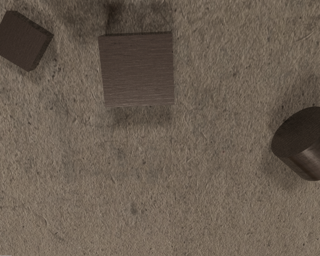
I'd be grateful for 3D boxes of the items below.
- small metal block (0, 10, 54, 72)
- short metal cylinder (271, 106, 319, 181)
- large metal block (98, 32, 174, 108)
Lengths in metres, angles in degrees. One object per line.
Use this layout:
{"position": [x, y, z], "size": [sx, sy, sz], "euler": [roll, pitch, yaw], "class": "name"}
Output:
{"position": [-0.164, -0.103, 0.369], "size": [0.050, 0.025, 0.050], "euler": [32, 107, -12], "class": "small metal block"}
{"position": [0.190, 0.019, 0.390], "size": [0.050, 0.080, 0.080], "euler": [39, 105, -13], "class": "short metal cylinder"}
{"position": [-0.025, -0.071, 0.370], "size": [0.081, 0.050, 0.079], "euler": [-2, 110, 0], "class": "large metal block"}
